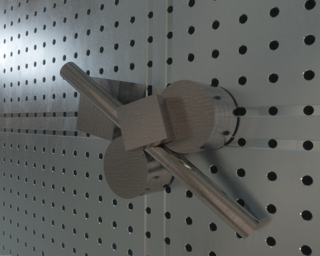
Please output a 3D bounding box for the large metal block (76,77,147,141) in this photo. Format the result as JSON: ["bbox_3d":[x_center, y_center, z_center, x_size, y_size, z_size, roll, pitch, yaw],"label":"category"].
[{"bbox_3d":[-0.071,-0.029,0.445,0.080,0.050,0.079,14,99,39],"label":"large metal block"}]

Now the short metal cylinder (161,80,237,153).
[{"bbox_3d":[0.040,-0.012,0.355,0.080,0.050,0.079,0,90,40],"label":"short metal cylinder"}]

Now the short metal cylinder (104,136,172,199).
[{"bbox_3d":[-0.029,0.050,0.412,0.080,0.050,0.079,0,90,40],"label":"short metal cylinder"}]

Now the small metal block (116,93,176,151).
[{"bbox_3d":[-0.016,-0.005,0.343,0.050,0.025,0.050,-18,78,20],"label":"small metal block"}]

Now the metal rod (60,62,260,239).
[{"bbox_3d":[-0.013,0.015,0.369,0.300,0.025,0.025,40,115,17],"label":"metal rod"}]
